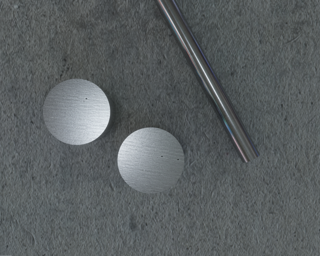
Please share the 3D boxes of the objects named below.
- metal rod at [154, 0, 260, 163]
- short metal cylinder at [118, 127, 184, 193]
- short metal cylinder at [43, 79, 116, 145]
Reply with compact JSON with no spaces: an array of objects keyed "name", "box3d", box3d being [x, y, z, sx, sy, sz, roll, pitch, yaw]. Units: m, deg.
[{"name":"metal rod","box3d":[0.049,-0.091,0.410,0.025,0.025,0.299,-29,90,0]},{"name":"short metal cylinder","box3d":[-0.011,0.039,0.397,0.081,0.050,0.080,0,90,0]},{"name":"short metal cylinder","box3d":[-0.100,-0.020,0.397,0.081,0.050,0.080,0,90,0]}]
